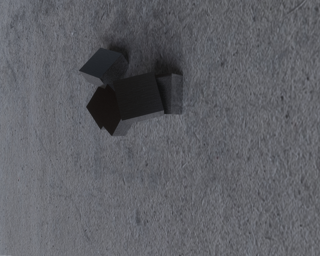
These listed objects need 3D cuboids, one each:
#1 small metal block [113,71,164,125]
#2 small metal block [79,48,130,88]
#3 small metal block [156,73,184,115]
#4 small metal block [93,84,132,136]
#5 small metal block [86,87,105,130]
[{"bbox_3d":[-0.026,-0.036,0.377,0.050,0.025,0.050,-14,78,-2],"label":"small metal block"},{"bbox_3d":[-0.082,-0.088,0.457,0.050,0.025,0.050,24,68,37],"label":"small metal block"},{"bbox_3d":[0.002,-0.043,0.403,0.050,0.025,0.050,3,92,39],"label":"small metal block"},{"bbox_3d":[-0.058,-0.024,0.418,0.050,0.025,0.050,45,117,30],"label":"small metal block"},{"bbox_3d":[-0.080,-0.032,0.469,0.050,0.025,0.050,-52,60,27],"label":"small metal block"}]
